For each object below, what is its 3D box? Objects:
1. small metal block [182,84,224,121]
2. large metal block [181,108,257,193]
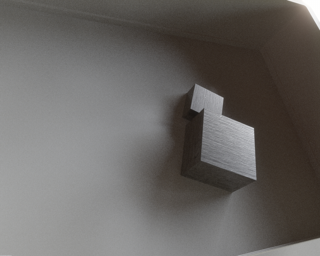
[{"bbox_3d":[0.065,-0.031,0.461,0.050,0.025,0.050,25,53,-14],"label":"small metal block"},{"bbox_3d":[0.079,0.031,0.415,0.080,0.050,0.080,21,54,-16],"label":"large metal block"}]
